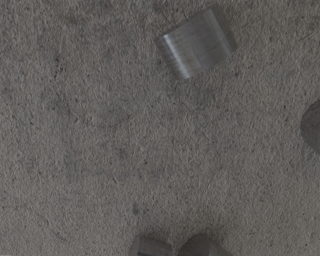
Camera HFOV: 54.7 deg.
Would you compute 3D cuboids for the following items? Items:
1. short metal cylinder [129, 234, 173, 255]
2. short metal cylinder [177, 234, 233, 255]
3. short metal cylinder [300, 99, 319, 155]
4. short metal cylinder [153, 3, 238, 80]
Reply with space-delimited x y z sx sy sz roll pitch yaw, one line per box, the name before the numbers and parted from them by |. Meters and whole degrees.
short metal cylinder | -0.019 0.204 0.455 0.050 0.080 0.079 19 109 -7
short metal cylinder | 0.064 0.205 0.457 0.050 0.080 0.080 39 106 -13
short metal cylinder | 0.232 0.003 0.399 0.081 0.050 0.079 0 110 0
short metal cylinder | 0.039 -0.096 0.345 0.080 0.080 0.050 -28 108 10
